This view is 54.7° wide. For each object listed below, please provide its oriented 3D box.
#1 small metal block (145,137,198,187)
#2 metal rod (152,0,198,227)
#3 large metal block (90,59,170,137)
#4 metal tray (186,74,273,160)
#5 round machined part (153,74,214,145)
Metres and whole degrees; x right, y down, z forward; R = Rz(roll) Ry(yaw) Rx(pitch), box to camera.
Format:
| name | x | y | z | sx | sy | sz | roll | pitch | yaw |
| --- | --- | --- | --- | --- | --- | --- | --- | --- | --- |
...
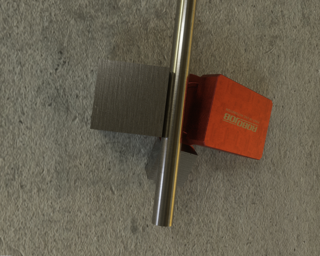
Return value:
| name | x | y | z | sx | sy | sz | roll | pitch | yaw |
| --- | --- | --- | --- | --- | --- | --- | --- | --- | --- |
| small metal block | 0.014 | 0.045 | 0.405 | 0.050 | 0.025 | 0.050 | 17 | 110 | -19 |
| metal rod | 0.020 | -0.036 | 0.373 | 0.025 | 0.025 | 0.298 | 8 | 85 | -20 |
| large metal block | -0.034 | -0.033 | 0.373 | 0.081 | 0.050 | 0.080 | 7 | 88 | -2 |
| metal tray | 0.099 | -0.011 | 0.421 | 0.131 | 0.030 | 0.090 | 16 | 85 | -40 |
| round machined part | 0.037 | -0.025 | 0.415 | 0.099 | 0.042 | 0.097 | 0 | 90 | -20 |
